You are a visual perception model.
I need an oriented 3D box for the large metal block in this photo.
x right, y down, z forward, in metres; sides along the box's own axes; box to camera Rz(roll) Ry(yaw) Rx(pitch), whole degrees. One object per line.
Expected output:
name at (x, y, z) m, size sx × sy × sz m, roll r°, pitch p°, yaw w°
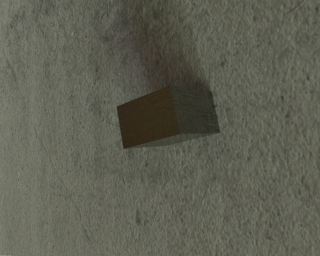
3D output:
large metal block at (0.010, -0.010, 0.359) m, size 0.080 × 0.081 × 0.050 m, roll -17°, pitch 80°, yaw 38°
